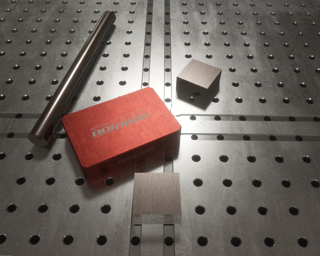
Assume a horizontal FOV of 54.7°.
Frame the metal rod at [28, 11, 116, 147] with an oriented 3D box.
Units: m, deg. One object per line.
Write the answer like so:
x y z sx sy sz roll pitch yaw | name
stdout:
-0.125 -0.096 0.486 0.025 0.025 0.300 9 50 7 | metal rod

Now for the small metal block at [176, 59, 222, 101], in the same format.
0.059 -0.074 0.471 0.050 0.025 0.050 26 54 19 | small metal block

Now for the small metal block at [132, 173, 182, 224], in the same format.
-0.003 0.077 0.343 0.050 0.025 0.050 0 50 -1 | small metal block

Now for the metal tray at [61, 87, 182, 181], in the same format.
-0.050 0.003 0.401 0.131 0.030 0.090 -22 54 -18 | metal tray
